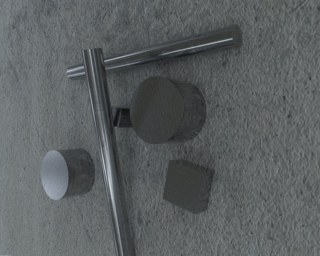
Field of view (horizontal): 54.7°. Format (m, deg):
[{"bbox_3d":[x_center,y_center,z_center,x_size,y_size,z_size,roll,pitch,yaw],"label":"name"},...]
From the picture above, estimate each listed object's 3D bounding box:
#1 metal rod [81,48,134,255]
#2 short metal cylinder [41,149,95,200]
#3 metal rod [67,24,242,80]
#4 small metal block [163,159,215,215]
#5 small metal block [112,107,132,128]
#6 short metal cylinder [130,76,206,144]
[{"bbox_3d":[-0.066,0.048,0.411,0.025,0.025,0.298,5,108,40],"label":"metal rod"},{"bbox_3d":[-0.154,0.075,0.516,0.080,0.050,0.079,0,90,40],"label":"short metal cylinder"},{"bbox_3d":[-0.032,-0.096,0.431,0.300,0.025,0.025,-2,89,40],"label":"metal rod"},{"bbox_3d":[0.034,0.070,0.377,0.050,0.025,0.050,16,100,39],"label":"small metal block"},{"bbox_3d":[-0.053,-0.017,0.432,0.050,0.050,0.025,11,97,39],"label":"small metal block"},{"bbox_3d":[0.009,-0.021,0.381,0.080,0.050,0.079,0,90,40],"label":"short metal cylinder"}]
